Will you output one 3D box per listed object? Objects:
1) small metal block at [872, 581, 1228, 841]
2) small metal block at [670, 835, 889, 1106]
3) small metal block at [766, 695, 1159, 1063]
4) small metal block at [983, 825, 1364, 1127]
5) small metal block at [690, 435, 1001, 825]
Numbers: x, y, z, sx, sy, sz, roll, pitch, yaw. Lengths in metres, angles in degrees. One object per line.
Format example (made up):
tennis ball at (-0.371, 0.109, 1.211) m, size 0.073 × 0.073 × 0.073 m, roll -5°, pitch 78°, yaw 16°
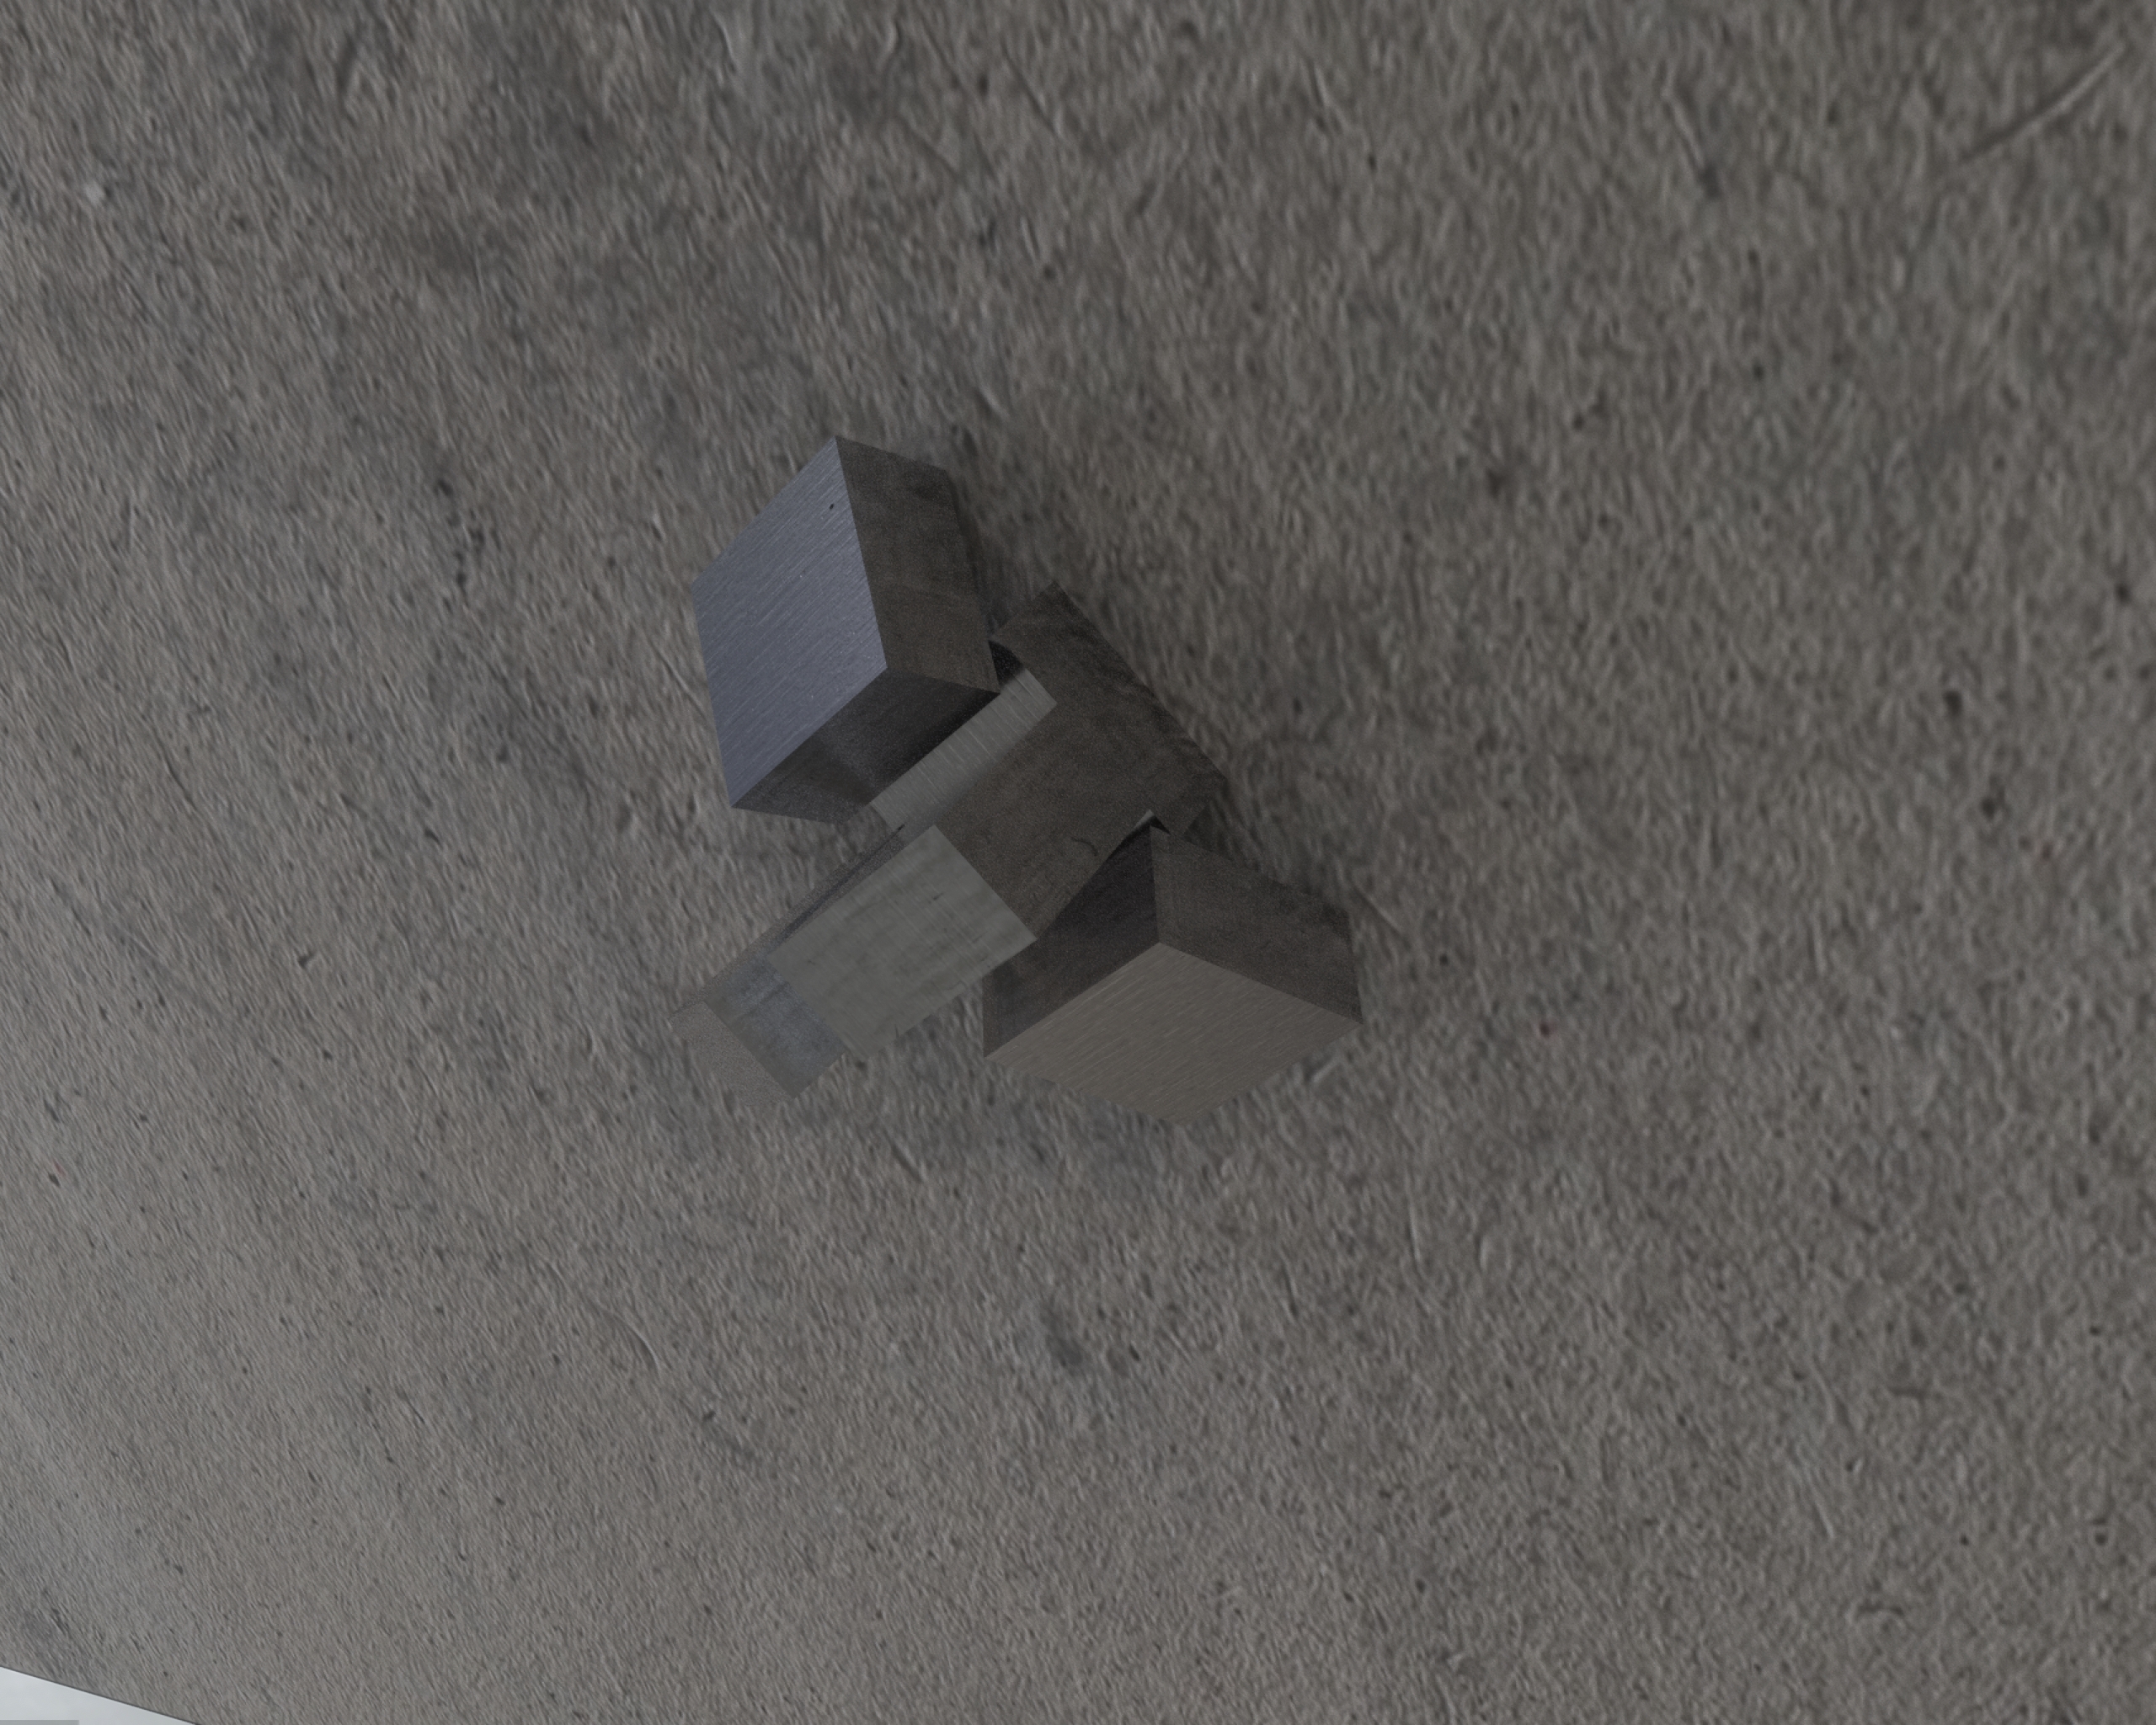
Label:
small metal block at (-0.009, -0.017, 0.401) m, size 0.050 × 0.025 × 0.050 m, roll 49°, pitch 129°, yaw -7°
small metal block at (-0.052, 0.022, 0.420) m, size 0.025 × 0.050 × 0.050 m, roll 49°, pitch 160°, yaw -6°
small metal block at (-0.020, 0.003, 0.371) m, size 0.025 × 0.050 × 0.050 m, roll 49°, pitch 129°, yaw -6°
small metal block at (0.017, 0.023, 0.396) m, size 0.050 × 0.025 × 0.050 m, roll 23°, pitch 138°, yaw -33°
small metal block at (-0.044, -0.042, 0.387) m, size 0.050 × 0.025 × 0.050 m, roll -36°, pitch 58°, yaw 38°
